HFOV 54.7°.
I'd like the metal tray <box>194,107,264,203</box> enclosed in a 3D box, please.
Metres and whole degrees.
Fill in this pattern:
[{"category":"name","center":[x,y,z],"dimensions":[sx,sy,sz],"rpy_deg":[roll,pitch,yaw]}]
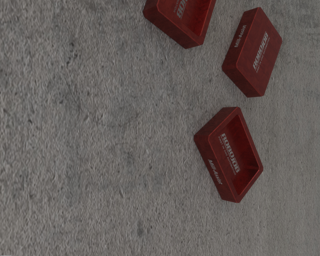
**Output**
[{"category":"metal tray","center":[0.114,0.042,0.496],"dimensions":[0.090,0.030,0.130],"rpy_deg":[-41,115,-32]}]

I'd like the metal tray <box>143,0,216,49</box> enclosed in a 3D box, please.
[{"category":"metal tray","center":[0.036,-0.189,0.430],"dimensions":[0.090,0.030,0.130],"rpy_deg":[28,73,-37]}]

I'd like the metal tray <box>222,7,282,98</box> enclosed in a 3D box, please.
[{"category":"metal tray","center":[0.163,-0.130,0.537],"dimensions":[0.090,0.030,0.130],"rpy_deg":[37,67,-34]}]
